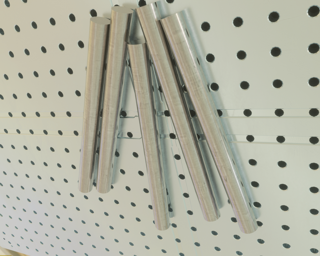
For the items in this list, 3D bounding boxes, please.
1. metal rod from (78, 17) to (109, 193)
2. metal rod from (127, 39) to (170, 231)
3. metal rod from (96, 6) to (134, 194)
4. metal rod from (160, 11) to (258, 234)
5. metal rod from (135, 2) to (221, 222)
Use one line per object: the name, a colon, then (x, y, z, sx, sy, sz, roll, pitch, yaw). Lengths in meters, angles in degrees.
metal rod: (-0.101, -0.012, 0.457, 0.025, 0.025, 0.298, 24, 127, 13)
metal rod: (-0.011, 0.029, 0.435, 0.025, 0.025, 0.298, 8, 122, 24)
metal rod: (-0.069, -0.016, 0.439, 0.025, 0.025, 0.298, 23, 127, 14)
metal rod: (0.068, 0.009, 0.381, 0.025, 0.025, 0.299, -10, 113, 33)
metal rod: (0.030, -0.003, 0.394, 0.025, 0.025, 0.299, -5, 116, 31)
